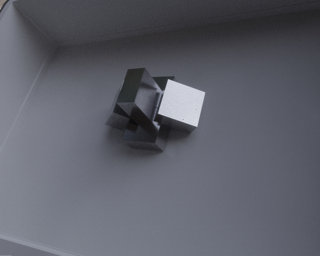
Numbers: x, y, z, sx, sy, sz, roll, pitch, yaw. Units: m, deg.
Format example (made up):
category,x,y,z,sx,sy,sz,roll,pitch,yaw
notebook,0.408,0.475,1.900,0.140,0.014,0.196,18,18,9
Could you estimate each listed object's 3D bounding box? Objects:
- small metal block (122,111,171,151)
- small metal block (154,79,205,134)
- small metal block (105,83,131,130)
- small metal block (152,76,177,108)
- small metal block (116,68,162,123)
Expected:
category,x,y,z,sx,sy,sz,roll,pitch,yaw
small metal block,-0.016,0.001,0.411,0.050,0.025,0.050,3,63,29
small metal block,0.025,-0.027,0.392,0.050,0.025,0.050,19,67,-7
small metal block,-0.052,-0.030,0.432,0.050,0.025,0.050,139,150,-62
small metal block,-0.004,-0.044,0.431,0.050,0.025,0.050,3,63,29
small metal block,-0.025,-0.040,0.392,0.025,0.050,0.050,1,62,28
